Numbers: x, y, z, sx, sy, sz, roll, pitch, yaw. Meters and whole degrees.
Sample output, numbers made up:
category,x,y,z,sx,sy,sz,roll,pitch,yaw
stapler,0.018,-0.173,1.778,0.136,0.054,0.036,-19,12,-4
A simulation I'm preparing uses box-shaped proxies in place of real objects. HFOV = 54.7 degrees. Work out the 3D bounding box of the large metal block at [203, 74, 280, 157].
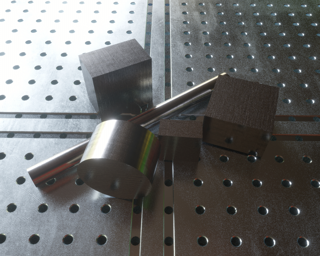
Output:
category,x,y,z,sx,sy,sz,roll,pitch,yaw
large metal block,0.104,-0.018,0.404,0.080,0.050,0.080,15,52,12

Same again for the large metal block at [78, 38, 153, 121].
category,x,y,z,sx,sy,sz,roll,pitch,yaw
large metal block,-0.058,-0.066,0.428,0.081,0.080,0.050,-23,54,-18

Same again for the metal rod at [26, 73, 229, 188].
category,x,y,z,sx,sy,sz,roll,pitch,yaw
metal rod,-0.024,-0.007,0.413,0.302,0.025,0.025,-28,56,-22

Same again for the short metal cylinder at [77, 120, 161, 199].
category,x,y,z,sx,sy,sz,roll,pitch,yaw
short metal cylinder,-0.043,0.036,0.340,0.080,0.080,0.050,9,51,7

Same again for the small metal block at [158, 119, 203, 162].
category,x,y,z,sx,sy,sz,roll,pitch,yaw
small metal block,0.024,0.016,0.378,0.050,0.050,0.025,4,50,3
